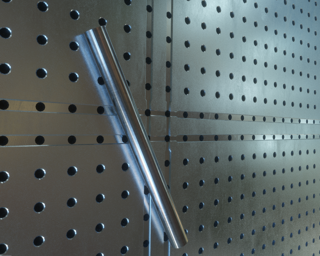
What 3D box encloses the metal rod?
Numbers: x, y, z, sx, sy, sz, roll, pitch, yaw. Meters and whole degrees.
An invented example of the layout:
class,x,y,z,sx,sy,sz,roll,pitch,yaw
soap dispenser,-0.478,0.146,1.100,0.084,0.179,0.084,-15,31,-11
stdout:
class,x,y,z,sx,sy,sz,roll,pitch,yaw
metal rod,-0.023,0.024,0.388,0.025,0.025,0.299,-32,110,-35
